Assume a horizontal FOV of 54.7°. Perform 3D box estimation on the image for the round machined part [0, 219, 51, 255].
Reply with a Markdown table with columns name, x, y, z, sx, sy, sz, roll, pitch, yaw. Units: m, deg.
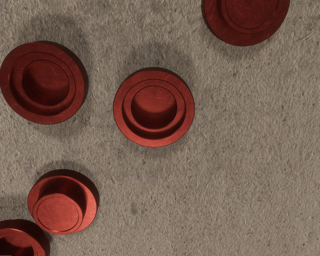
| name | x | y | z | sx | sy | sz | roll | pitch | yaw |
| --- | --- | --- | --- | --- | --- | --- | --- | --- | --- |
| round machined part | -0.213 | 0.177 | 0.463 | 0.099 | 0.042 | 0.097 | 0 | 110 | -1 |

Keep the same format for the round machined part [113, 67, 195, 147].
| name | x | y | z | sx | sy | sz | roll | pitch | yaw |
| --- | --- | --- | --- | --- | --- | --- | --- | --- | --- |
| round machined part | -0.007 | -0.028 | 0.390 | 0.099 | 0.042 | 0.097 | 0 | 110 | -1 |

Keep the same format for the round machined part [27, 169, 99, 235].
| name | x | y | z | sx | sy | sz | roll | pitch | yaw |
| --- | --- | --- | --- | --- | --- | --- | --- | --- | --- |
| round machined part | -0.139 | 0.111 | 0.440 | 0.099 | 0.042 | 0.097 | 0 | 110 | -1 |

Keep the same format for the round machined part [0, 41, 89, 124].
| name | x | y | z | sx | sy | sz | roll | pitch | yaw |
| --- | --- | --- | --- | --- | --- | --- | --- | --- | --- |
| round machined part | -0.136 | -0.057 | 0.378 | 0.099 | 0.042 | 0.097 | 0 | 110 | -1 |

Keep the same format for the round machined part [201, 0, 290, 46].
| name | x | y | z | sx | sy | sz | roll | pitch | yaw |
| --- | --- | --- | --- | --- | --- | --- | --- | --- | --- |
| round machined part | 0.098 | -0.142 | 0.350 | 0.099 | 0.042 | 0.097 | 0 | 110 | -1 |
